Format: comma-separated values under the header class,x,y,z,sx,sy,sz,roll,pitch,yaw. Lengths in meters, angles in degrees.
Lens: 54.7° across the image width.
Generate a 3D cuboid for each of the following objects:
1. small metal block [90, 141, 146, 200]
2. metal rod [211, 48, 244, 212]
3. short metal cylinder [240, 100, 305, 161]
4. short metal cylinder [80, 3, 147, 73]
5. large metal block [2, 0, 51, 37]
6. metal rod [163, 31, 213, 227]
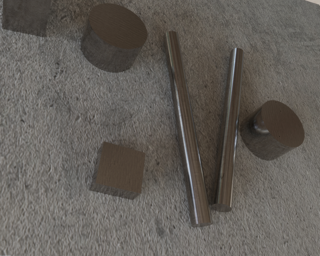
class,x,y,z,sx,sy,sz,roll,pitch,yaw
small metal block,-0.047,0.049,0.349,0.050,0.025,0.050,17,55,-18
metal rod,0.108,-0.018,0.472,0.025,0.025,0.300,25,53,-13
short metal cylinder,0.173,0.004,0.478,0.081,0.050,0.080,14,56,-21
short metal cylinder,-0.064,-0.124,0.429,0.081,0.050,0.080,14,56,-21
large metal block,-0.164,-0.176,0.387,0.050,0.080,0.080,6,59,-25
metal rod,0.033,-0.018,0.432,0.025,0.025,0.299,7,58,-25
